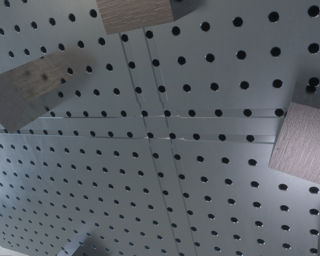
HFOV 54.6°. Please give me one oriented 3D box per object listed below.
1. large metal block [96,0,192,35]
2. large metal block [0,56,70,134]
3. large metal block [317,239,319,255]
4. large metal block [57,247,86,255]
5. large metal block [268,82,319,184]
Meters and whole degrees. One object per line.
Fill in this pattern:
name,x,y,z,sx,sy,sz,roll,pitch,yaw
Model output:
large metal block,-0.021,-0.147,0.316,0.080,0.050,0.080,-1,118,29
large metal block,-0.190,-0.048,0.447,0.050,0.080,0.080,45,129,-3
large metal block,0.234,0.170,0.357,0.080,0.080,0.050,31,128,8
large metal block,-0.196,0.323,0.699,0.080,0.050,0.080,-28,103,37
large metal block,0.164,0.009,0.314,0.080,0.050,0.079,18,126,18
